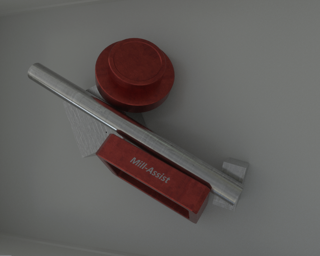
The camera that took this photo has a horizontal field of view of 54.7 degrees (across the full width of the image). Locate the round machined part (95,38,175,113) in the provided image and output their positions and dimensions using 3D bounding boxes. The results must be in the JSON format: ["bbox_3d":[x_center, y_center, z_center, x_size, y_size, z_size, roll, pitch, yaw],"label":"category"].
[{"bbox_3d":[-0.030,-0.071,0.382,0.099,0.042,0.098,5,65,-10],"label":"round machined part"}]

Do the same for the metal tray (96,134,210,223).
[{"bbox_3d":[-0.006,0.063,0.372,0.130,0.090,0.030,28,72,17],"label":"metal tray"}]

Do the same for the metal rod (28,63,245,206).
[{"bbox_3d":[-0.041,-0.002,0.368,0.301,0.025,0.025,31,100,17],"label":"metal rod"}]

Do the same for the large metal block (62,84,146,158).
[{"bbox_3d":[-0.072,-0.013,0.420,0.080,0.050,0.080,-24,82,18],"label":"large metal block"}]

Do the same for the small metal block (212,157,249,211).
[{"bbox_3d":[0.085,0.064,0.365,0.025,0.050,0.050,15,95,19],"label":"small metal block"}]
